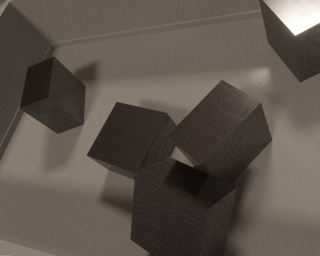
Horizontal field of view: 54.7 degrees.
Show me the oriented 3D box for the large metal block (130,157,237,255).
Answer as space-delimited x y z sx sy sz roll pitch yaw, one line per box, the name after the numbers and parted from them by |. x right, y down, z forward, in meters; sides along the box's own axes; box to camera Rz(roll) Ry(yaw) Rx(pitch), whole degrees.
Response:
0.020 0.084 0.300 0.080 0.050 0.079 21 116 35 | large metal block

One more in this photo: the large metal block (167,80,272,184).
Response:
0.067 0.011 0.328 0.080 0.080 0.050 -46 52 -4 | large metal block

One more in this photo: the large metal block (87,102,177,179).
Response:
-0.031 0.020 0.393 0.080 0.050 0.080 14 69 33 | large metal block

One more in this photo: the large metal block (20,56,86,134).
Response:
-0.163 -0.049 0.484 0.050 0.080 0.080 -18 55 17 | large metal block

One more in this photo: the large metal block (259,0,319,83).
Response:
0.161 -0.114 0.355 0.050 0.080 0.080 -28 53 11 | large metal block
